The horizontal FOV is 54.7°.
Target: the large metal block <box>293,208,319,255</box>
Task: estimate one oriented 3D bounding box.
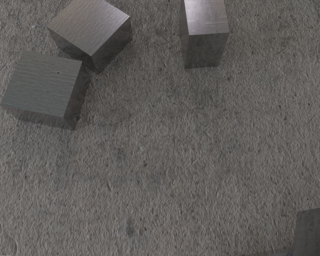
[{"bbox_3d":[0.183,0.138,0.315,0.080,0.050,0.080,43,47,-15],"label":"large metal block"}]

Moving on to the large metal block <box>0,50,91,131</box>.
[{"bbox_3d":[-0.147,-0.049,0.411,0.080,0.050,0.080,11,70,4],"label":"large metal block"}]

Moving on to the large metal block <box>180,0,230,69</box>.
[{"bbox_3d":[0.057,-0.139,0.430,0.050,0.080,0.080,-4,70,-2],"label":"large metal block"}]

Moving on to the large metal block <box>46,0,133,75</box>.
[{"bbox_3d":[-0.097,-0.137,0.444,0.080,0.050,0.080,35,74,12],"label":"large metal block"}]

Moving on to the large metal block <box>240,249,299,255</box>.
[{"bbox_3d":[0.111,0.178,0.330,0.081,0.050,0.080,-9,70,-3],"label":"large metal block"}]
